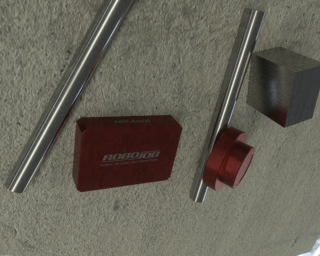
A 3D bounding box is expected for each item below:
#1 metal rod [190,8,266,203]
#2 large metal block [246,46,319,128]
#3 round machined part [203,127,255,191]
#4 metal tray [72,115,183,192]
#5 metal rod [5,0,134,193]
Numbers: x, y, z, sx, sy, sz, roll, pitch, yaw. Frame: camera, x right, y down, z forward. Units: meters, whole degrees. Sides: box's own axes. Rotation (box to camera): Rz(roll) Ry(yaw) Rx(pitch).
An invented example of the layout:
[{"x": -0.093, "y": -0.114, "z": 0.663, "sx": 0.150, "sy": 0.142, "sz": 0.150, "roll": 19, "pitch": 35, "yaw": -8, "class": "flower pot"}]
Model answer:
[{"x": 0.090, "y": -0.015, "z": 0.448, "sx": 0.025, "sy": 0.025, "sz": 0.298, "roll": -2, "pitch": 120, "yaw": -28, "class": "metal rod"}, {"x": 0.169, "y": -0.059, "z": 0.430, "sx": 0.050, "sy": 0.080, "sz": 0.079, "roll": -17, "pitch": 125, "yaw": -19, "class": "large metal block"}, {"x": 0.107, "y": 0.051, "z": 0.461, "sx": 0.099, "sy": 0.042, "sz": 0.097, "roll": -42, "pitch": 147, "yaw": -36, "class": "round machined part"}, {"x": -0.042, "y": 0.031, "z": 0.401, "sx": 0.131, "sy": 0.030, "sz": 0.089, "roll": -3, "pitch": 120, "yaw": -28, "class": "metal tray"}, {"x": -0.087, "y": -0.055, "z": 0.325, "sx": 0.025, "sy": 0.025, "sz": 0.299, "roll": 23, "pitch": 106, "yaw": -37, "class": "metal rod"}]
